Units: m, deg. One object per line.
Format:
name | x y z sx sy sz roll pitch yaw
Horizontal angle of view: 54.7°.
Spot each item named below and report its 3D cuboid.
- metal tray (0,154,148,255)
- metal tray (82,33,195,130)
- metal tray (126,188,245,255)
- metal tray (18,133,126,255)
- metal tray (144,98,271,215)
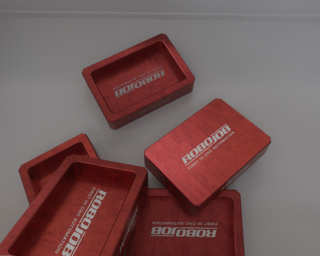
metal tray | -0.071 0.083 0.286 0.090 0.030 0.130 9 37 11
metal tray | -0.029 -0.066 0.430 0.131 0.030 0.090 -27 72 -10
metal tray | 0.028 0.119 0.363 0.131 0.030 0.090 1 70 0
metal tray | -0.100 0.078 0.359 0.090 0.030 0.130 -29 57 -10
metal tray | 0.057 0.029 0.376 0.131 0.030 0.090 -35 63 -23
